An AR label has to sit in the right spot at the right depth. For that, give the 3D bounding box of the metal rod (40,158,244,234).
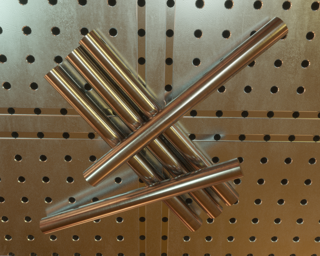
[{"bbox_3d":[-0.036,0.098,0.427,0.301,0.025,0.025,-20,109,15],"label":"metal rod"}]

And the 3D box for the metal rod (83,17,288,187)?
[{"bbox_3d":[0.028,-0.029,0.381,0.300,0.025,0.025,-39,106,4],"label":"metal rod"}]

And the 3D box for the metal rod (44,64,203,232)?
[{"bbox_3d":[-0.040,0.038,0.426,0.025,0.025,0.300,-37,106,12],"label":"metal rod"}]

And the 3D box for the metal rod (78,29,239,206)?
[{"bbox_3d":[0.008,-0.003,0.412,0.025,0.025,0.300,-39,106,13],"label":"metal rod"}]

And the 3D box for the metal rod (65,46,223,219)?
[{"bbox_3d":[-0.012,0.016,0.419,0.025,0.025,0.300,-37,106,12],"label":"metal rod"}]
